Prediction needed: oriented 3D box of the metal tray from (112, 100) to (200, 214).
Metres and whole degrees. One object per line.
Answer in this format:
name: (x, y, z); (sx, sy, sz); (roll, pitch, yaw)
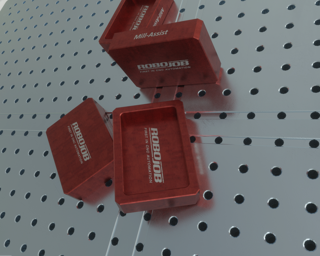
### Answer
metal tray: (-0.008, 0.030, 0.372); (0.090, 0.030, 0.130); (-8, 56, 0)

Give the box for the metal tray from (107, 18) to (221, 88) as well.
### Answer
metal tray: (0.007, -0.095, 0.422); (0.130, 0.090, 0.030); (0, 62, 28)

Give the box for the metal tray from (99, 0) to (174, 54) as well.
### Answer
metal tray: (-0.041, -0.189, 0.543); (0.090, 0.030, 0.130); (10, 66, 32)

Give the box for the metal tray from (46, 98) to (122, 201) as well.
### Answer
metal tray: (-0.108, 0.026, 0.447); (0.090, 0.030, 0.130); (-36, 51, 4)
